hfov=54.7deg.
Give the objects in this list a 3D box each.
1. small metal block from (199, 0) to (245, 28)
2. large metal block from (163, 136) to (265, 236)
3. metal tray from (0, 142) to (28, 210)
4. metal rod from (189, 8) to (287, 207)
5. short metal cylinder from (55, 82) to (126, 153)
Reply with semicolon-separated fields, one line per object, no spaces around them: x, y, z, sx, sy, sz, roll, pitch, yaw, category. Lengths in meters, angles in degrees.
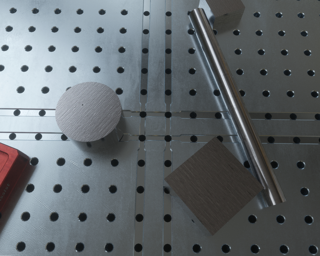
0.096;-0.191;0.483;0.050;0.025;0.050;-21;72;-8;small metal block
0.061;0.071;0.373;0.080;0.050;0.080;-38;75;-13;large metal block
-0.237;0.074;0.379;0.090;0.030;0.130;20;71;7;metal tray
0.100;-0.041;0.428;0.025;0.025;0.299;-16;71;-6;metal rod
-0.088;-0.013;0.402;0.081;0.050;0.080;0;70;0;short metal cylinder
